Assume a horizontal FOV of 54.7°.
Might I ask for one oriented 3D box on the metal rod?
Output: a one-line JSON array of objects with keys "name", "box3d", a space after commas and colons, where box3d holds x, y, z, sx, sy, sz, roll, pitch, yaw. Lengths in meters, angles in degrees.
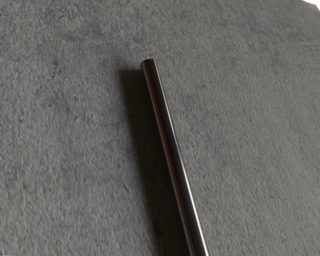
[{"name": "metal rod", "box3d": [0.016, 0.039, 0.390, 0.025, 0.025, 0.299, 0, 62, -29]}]
